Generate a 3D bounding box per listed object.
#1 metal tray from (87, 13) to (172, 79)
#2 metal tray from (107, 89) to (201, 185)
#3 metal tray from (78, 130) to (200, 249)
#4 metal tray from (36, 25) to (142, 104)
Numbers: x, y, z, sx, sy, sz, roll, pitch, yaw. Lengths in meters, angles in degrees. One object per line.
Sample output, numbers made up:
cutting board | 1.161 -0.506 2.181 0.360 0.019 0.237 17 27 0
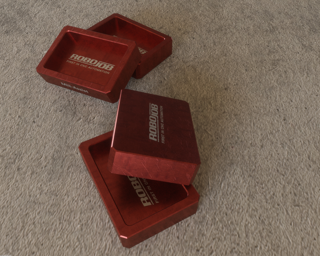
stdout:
metal tray | -0.056 -0.140 0.517 0.130 0.030 0.090 31 56 23
metal tray | -0.008 0.004 0.360 0.091 0.030 0.130 11 33 -9
metal tray | -0.027 0.055 0.352 0.091 0.030 0.130 -23 54 -18
metal tray | -0.104 -0.096 0.456 0.130 0.030 0.090 19 71 19
